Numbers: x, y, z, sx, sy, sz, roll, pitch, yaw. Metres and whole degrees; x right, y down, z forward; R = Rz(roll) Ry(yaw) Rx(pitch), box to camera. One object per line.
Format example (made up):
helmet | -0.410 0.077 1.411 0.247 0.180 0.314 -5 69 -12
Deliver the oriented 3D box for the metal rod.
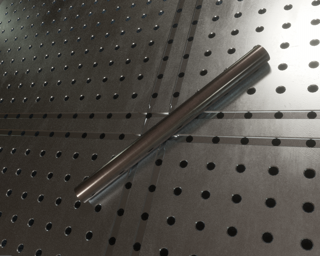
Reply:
metal rod | 0.014 -0.004 0.402 0.300 0.025 0.025 -38 51 2
